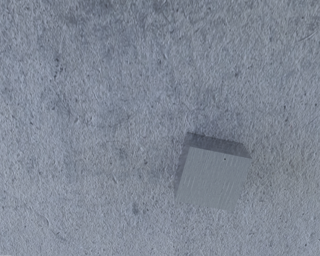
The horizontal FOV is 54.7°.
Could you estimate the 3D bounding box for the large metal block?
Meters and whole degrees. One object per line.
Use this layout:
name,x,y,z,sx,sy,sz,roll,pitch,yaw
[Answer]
large metal block,0.067,0.058,0.418,0.081,0.050,0.079,12,110,-5
